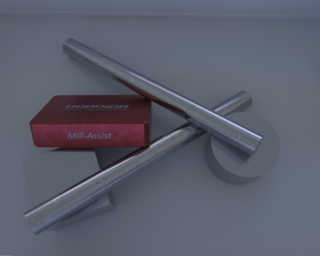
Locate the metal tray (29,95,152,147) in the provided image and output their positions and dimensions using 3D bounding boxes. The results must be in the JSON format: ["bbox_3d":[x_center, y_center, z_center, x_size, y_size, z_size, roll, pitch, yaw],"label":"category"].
[{"bbox_3d":[-0.077,-0.011,0.379,0.131,0.030,0.090,0,26,1],"label":"metal tray"}]

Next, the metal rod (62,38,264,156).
[{"bbox_3d":[-0.013,-0.050,0.395,0.300,0.025,0.025,30,72,23],"label":"metal rod"}]

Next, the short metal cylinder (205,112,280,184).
[{"bbox_3d":[0.100,0.026,0.385,0.081,0.050,0.080,0,70,0],"label":"short metal cylinder"}]

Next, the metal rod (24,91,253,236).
[{"bbox_3d":[-0.004,0.026,0.359,0.302,0.025,0.025,-29,72,-25],"label":"metal rod"}]

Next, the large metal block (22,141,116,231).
[{"bbox_3d":[-0.105,0.068,0.365,0.081,0.050,0.080,-18,71,-7],"label":"large metal block"}]
